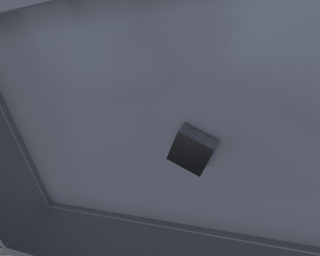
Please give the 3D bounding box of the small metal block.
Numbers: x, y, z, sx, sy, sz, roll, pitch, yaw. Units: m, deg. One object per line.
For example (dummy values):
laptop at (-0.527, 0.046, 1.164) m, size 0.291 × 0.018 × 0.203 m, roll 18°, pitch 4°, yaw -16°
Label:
small metal block at (0.042, 0.028, 0.403) m, size 0.050 × 0.025 × 0.050 m, roll 28°, pitch 128°, yaw 10°
